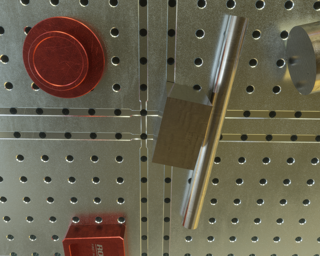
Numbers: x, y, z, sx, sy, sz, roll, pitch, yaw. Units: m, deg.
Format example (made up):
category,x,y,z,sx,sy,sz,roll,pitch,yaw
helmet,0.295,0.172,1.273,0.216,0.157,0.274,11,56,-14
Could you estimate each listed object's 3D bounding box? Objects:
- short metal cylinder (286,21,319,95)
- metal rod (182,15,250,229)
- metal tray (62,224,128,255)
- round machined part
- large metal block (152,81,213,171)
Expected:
category,x,y,z,sx,sy,sz,roll,pitch,yaw
short metal cylinder,0.186,-0.082,0.356,0.050,0.080,0.079,-11,110,4
metal rod,0.069,0.007,0.416,0.025,0.025,0.298,9,110,-4
metal tray,-0.097,0.216,0.489,0.091,0.030,0.129,-2,110,0
round machined part,-0.116,-0.082,0.373,0.099,0.042,0.097,0,110,0
large metal block,0.024,-0.006,0.382,0.050,0.080,0.079,12,110,-4
